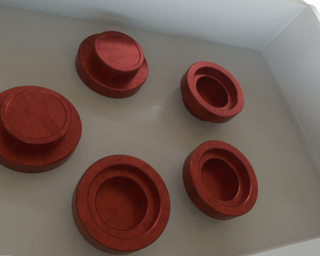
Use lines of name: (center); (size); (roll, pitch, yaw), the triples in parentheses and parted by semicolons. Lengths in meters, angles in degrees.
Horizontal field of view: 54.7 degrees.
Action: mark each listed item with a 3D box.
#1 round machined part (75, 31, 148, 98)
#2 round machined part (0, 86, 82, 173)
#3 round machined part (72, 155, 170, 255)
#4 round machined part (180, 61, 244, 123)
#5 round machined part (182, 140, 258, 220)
round machined part: (-0.061, -0.092, 0.419); (0.099, 0.042, 0.098); (14, 56, -21)
round machined part: (-0.132, -0.005, 0.327); (0.099, 0.042, 0.098); (14, 56, -21)
round machined part: (-0.042, 0.081, 0.324); (0.099, 0.042, 0.098); (14, 56, -21)
round machined part: (0.073, -0.049, 0.466); (0.099, 0.042, 0.098); (14, 56, -21)
round machined part: (0.071, 0.068, 0.394); (0.099, 0.042, 0.098); (14, 56, -21)
